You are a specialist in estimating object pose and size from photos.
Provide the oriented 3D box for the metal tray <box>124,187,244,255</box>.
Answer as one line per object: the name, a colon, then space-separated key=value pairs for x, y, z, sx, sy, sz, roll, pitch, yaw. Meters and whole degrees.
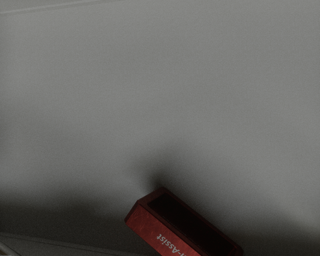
metal tray: x=0.032 y=0.128 z=0.364 sx=0.130 sy=0.090 sz=0.030 roll=36 pitch=102 yaw=16

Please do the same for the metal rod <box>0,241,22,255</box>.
metal rod: x=-0.212 y=0.129 z=0.358 sx=0.301 sy=0.025 sz=0.025 roll=24 pitch=98 yaw=18
